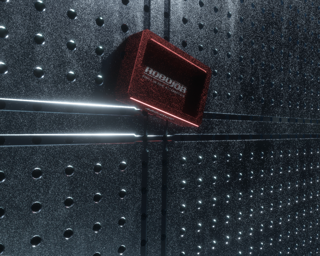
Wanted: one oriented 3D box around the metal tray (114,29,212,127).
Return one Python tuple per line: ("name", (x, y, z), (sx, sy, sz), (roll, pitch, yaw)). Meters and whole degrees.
("metal tray", (0.010, -0.061, 0.416), (0.131, 0.030, 0.090), (21, 77, -38))
